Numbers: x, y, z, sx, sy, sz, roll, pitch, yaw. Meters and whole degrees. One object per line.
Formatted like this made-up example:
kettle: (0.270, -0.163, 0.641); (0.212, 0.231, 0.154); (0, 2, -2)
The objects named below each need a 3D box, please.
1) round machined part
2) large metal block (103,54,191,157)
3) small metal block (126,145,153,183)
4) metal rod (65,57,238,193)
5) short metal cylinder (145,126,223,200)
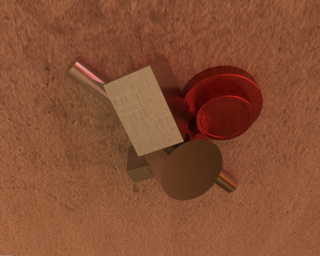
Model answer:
round machined part: (0.076, -0.023, 0.378); (0.099, 0.042, 0.097); (-1, 130, 0)
large metal block: (-0.008, -0.028, 0.335); (0.050, 0.080, 0.080); (-20, 106, 17)
small metal block: (-0.017, 0.043, 0.430); (0.050, 0.050, 0.025); (-17, 128, 13)
metal rod: (0.006, 0.010, 0.418); (0.025, 0.025, 0.301); (-37, 122, 27)
short metal cylinder: (0.028, 0.040, 0.378); (0.081, 0.050, 0.079); (-10, 115, -21)
